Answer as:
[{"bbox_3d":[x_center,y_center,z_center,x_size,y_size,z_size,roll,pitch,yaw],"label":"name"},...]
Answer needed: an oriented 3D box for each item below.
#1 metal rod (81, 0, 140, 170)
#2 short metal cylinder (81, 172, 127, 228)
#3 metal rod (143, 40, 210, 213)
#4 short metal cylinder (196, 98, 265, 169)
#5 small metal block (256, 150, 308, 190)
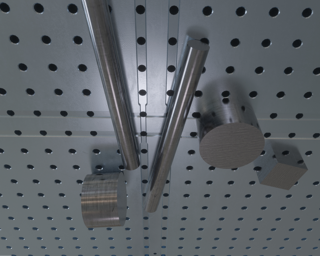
[{"bbox_3d":[-0.056,-0.060,0.360,0.025,0.025,0.298,-4,130,3],"label":"metal rod"},{"bbox_3d":[-0.082,0.108,0.467,0.050,0.080,0.080,-4,130,3],"label":"short metal cylinder"},{"bbox_3d":[0.013,0.021,0.430,0.025,0.025,0.298,8,130,-7],"label":"metal rod"},{"bbox_3d":[0.089,0.008,0.403,0.081,0.050,0.079,0,130,0],"label":"short metal cylinder"},{"bbox_3d":[0.183,0.065,0.469,0.050,0.025,0.050,14,129,-12],"label":"small metal block"}]
